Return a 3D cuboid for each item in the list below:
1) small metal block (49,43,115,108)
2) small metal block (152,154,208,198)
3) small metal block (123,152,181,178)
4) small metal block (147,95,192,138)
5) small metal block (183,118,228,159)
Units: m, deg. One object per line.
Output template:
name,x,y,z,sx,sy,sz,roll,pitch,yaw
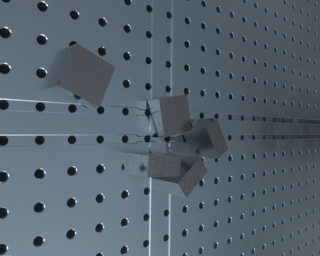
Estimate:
small metal block,-0.084,-0.055,0.338,0.050,0.025,0.050,29,72,-36
small metal block,0.027,0.062,0.414,0.050,0.050,0.025,-45,117,-31
small metal block,-0.010,0.045,0.383,0.050,0.050,0.025,5,87,-40
small metal block,0.013,-0.017,0.419,0.050,0.025,0.050,-14,99,-39
small metal block,0.063,0.014,0.445,0.025,0.050,0.050,-36,113,-34
